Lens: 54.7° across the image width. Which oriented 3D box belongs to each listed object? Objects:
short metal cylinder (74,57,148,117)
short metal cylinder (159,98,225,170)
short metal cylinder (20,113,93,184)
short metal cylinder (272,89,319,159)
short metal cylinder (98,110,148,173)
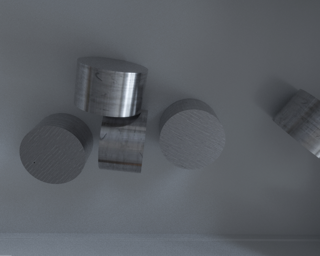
[{"bbox_3d":[-0.057,-0.050,0.363,0.081,0.080,0.050,9,110,-4],"label":"short metal cylinder"},{"bbox_3d":[0.039,0.007,0.401,0.081,0.050,0.079,0,110,-1],"label":"short metal cylinder"},{"bbox_3d":[-0.133,0.026,0.406,0.081,0.050,0.079,0,110,-1],"label":"short metal cylinder"},{"bbox_3d":[0.188,-0.004,0.383,0.080,0.080,0.050,35,106,-12],"label":"short metal cylinder"},{"bbox_3d":[-0.044,0.014,0.387,0.050,0.080,0.079,7,110,-3],"label":"short metal cylinder"}]
